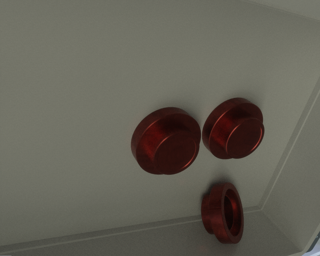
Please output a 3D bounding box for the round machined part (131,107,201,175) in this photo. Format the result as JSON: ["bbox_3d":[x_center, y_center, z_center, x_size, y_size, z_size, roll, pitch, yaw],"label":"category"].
[{"bbox_3d":[0.014,0.025,0.420,0.099,0.042,0.097,-14,124,-21],"label":"round machined part"}]

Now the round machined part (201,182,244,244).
[{"bbox_3d":[0.102,0.142,0.518,0.042,0.098,0.098,-14,138,31],"label":"round machined part"}]

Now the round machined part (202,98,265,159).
[{"bbox_3d":[0.116,0.007,0.465,0.099,0.042,0.097,-14,124,-21],"label":"round machined part"}]
